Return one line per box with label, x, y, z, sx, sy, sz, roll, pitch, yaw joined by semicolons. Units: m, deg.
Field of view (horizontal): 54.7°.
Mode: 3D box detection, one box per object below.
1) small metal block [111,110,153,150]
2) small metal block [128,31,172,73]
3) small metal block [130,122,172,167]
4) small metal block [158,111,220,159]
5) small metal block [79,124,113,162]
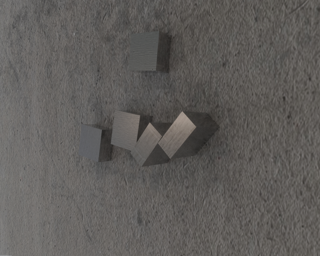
small metal block;-0.041;0.003;0.439;0.050;0.025;0.050;14;99;39
small metal block;-0.014;-0.100;0.417;0.050;0.025;0.050;9;95;39
small metal block;-0.001;0.020;0.390;0.025;0.050;0.050;48;119;29
small metal block;0.034;0.008;0.361;0.025;0.050;0.050;51;120;27
small metal block;-0.100;0.023;0.488;0.050;0.025;0.050;13;98;39
